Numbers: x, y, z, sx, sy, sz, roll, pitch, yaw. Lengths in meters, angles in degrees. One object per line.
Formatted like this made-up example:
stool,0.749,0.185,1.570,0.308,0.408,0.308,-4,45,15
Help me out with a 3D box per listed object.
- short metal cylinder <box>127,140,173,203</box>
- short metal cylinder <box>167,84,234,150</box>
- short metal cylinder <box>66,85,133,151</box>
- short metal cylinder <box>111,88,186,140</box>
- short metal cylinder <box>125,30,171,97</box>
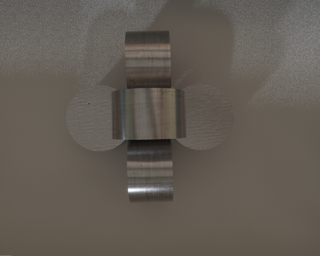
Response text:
short metal cylinder,-0.011,0.050,0.382,0.050,0.080,0.080,-2,90,-1
short metal cylinder,0.049,-0.013,0.397,0.081,0.050,0.080,0,90,0
short metal cylinder,-0.072,-0.012,0.396,0.081,0.050,0.080,0,90,0
short metal cylinder,-0.012,-0.014,0.338,0.081,0.080,0.050,-1,90,0
short metal cylinder,-0.014,-0.078,0.382,0.050,0.080,0.080,-2,90,-1
